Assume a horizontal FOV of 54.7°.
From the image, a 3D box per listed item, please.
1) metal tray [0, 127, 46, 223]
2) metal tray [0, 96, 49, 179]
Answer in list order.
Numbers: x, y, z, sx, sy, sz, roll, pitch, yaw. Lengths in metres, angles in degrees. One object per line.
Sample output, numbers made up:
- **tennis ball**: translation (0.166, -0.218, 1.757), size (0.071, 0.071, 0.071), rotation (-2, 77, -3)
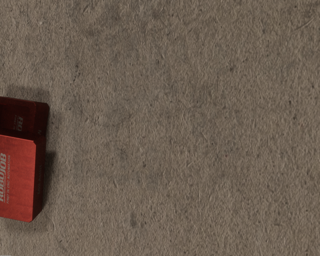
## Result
- **metal tray**: translation (-0.221, 0.068, 0.456), size (0.091, 0.030, 0.129), rotation (10, 106, 3)
- **metal tray**: translation (-0.227, 0.019, 0.484), size (0.090, 0.030, 0.129), rotation (9, 93, 19)
